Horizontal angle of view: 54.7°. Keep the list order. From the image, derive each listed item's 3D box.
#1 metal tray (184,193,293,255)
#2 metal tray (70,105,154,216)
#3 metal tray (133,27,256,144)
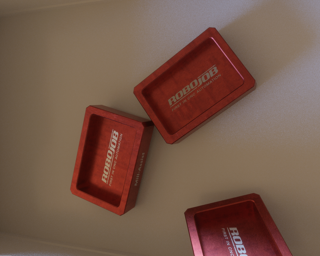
[{"bbox_3d":[0.081,0.130,0.318,0.090,0.130,0.030,-14,121,1],"label":"metal tray"},{"bbox_3d":[-0.067,0.042,0.423,0.090,0.030,0.129,18,102,21],"label":"metal tray"},{"bbox_3d":[0.042,-0.050,0.392,0.130,0.030,0.090,-36,79,16],"label":"metal tray"}]
